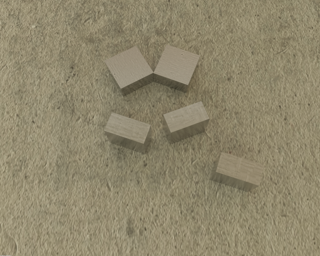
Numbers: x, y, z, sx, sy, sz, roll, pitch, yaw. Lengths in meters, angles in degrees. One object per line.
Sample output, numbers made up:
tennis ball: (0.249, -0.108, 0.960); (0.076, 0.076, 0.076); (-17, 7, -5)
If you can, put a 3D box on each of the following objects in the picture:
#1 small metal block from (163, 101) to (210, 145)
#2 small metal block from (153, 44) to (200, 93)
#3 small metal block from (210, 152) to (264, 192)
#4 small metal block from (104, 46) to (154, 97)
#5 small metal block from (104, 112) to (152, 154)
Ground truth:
small metal block: (0.032, -0.005, 0.397); (0.050, 0.050, 0.025); (-20, 72, -7)
small metal block: (0.024, -0.084, 0.439); (0.050, 0.025, 0.050); (21, 71, 7)
small metal block: (0.091, 0.054, 0.375); (0.050, 0.050, 0.025); (17, 71, 6)
small metal block: (-0.043, -0.080, 0.437); (0.050, 0.025, 0.050); (-28, 72, -10)
small metal block: (-0.039, 0.008, 0.391); (0.050, 0.050, 0.025); (18, 71, 6)
